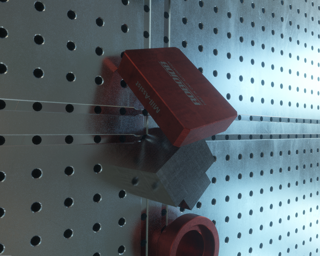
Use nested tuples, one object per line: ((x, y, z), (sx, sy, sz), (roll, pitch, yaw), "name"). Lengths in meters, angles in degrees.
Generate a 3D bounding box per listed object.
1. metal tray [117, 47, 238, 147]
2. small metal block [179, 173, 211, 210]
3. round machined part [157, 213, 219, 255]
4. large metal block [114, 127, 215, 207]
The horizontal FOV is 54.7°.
((0.020, -0.044, 0.373), (0.091, 0.030, 0.130), (-16, 58, -39), "metal tray")
((0.033, 0.080, 0.423), (0.050, 0.050, 0.025), (-47, 119, -30), "small metal block")
((0.035, 0.168, 0.430), (0.099, 0.042, 0.097), (0, 90, -40), "round machined part")
((0.006, 0.043, 0.380), (0.080, 0.080, 0.050), (-44, 117, -31), "large metal block")
